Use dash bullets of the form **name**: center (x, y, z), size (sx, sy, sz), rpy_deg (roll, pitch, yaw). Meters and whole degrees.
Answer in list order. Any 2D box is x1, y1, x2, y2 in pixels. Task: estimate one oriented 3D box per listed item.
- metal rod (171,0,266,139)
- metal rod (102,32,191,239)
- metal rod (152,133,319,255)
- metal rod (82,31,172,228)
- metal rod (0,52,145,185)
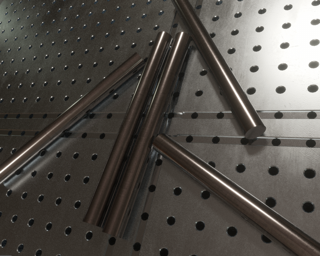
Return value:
- **metal rod**: center (0.069, -0.109, 0.437), size (0.025, 0.025, 0.299), rpy_deg (-27, 53, 11)
- **metal rod**: center (-0.010, -0.007, 0.416), size (0.025, 0.025, 0.300), rpy_deg (6, 64, 30)
- **metal rod**: center (0.097, 0.086, 0.304), size (0.300, 0.025, 0.025), rpy_deg (35, 81, 38)
- **metal rod**: center (-0.038, -0.013, 0.434), size (0.025, 0.025, 0.300), rpy_deg (5, 64, 30)
- **metal rod**: center (-0.146, -0.015, 0.491), size (0.300, 0.025, 0.025), rpy_deg (-40, 51, 1)
